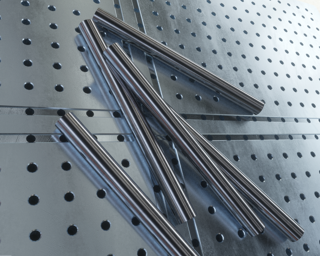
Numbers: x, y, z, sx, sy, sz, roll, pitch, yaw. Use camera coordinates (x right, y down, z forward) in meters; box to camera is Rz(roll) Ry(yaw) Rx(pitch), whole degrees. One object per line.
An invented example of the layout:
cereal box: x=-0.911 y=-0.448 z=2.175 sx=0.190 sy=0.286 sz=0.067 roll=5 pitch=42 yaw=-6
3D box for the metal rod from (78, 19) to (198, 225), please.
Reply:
metal rod: x=-0.036 y=-0.019 z=0.401 sx=0.025 sy=0.025 sz=0.299 roll=-17 pitch=71 yaw=-35

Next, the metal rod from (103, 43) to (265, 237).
metal rod: x=0.030 y=0.014 z=0.399 sx=0.300 sy=0.025 sz=0.025 roll=51 pitch=51 yaw=0

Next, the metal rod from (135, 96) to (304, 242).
metal rod: x=0.076 y=0.044 z=0.424 sx=0.300 sy=0.025 sz=0.025 roll=43 pitch=51 yaw=1

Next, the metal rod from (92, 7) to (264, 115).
metal rod: x=0.035 y=-0.100 z=0.490 sx=0.301 sy=0.025 sz=0.025 roll=27 pitch=52 yaw=-12

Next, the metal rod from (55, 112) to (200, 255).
metal rod: x=-0.009 y=0.100 z=0.343 sx=0.300 sy=0.025 sz=0.025 roll=47 pitch=51 yaw=5
